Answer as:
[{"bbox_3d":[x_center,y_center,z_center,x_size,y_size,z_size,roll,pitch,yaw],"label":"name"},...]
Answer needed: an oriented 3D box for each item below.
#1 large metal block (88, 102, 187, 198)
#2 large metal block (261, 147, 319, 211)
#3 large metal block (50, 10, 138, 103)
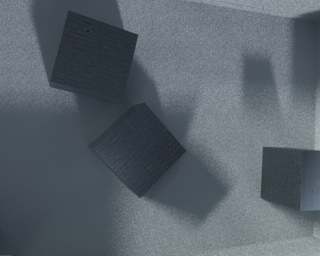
[{"bbox_3d":[-0.029,0.026,0.386,0.080,0.050,0.080,-44,104,-15],"label":"large metal block"},{"bbox_3d":[0.196,0.070,0.453,0.050,0.080,0.080,3,89,-20],"label":"large metal block"},{"bbox_3d":[-0.079,-0.079,0.368,0.081,0.050,0.080,14,85,-20],"label":"large metal block"}]
